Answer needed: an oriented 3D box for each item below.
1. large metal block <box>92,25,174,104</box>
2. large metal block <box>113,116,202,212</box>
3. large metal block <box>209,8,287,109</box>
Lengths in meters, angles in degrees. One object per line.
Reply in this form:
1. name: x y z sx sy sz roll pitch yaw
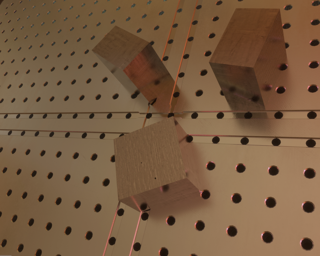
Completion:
1. large metal block: -0.038 -0.091 0.447 0.050 0.080 0.080 -48 52 -6
2. large metal block: -0.005 0.044 0.367 0.080 0.050 0.080 -21 54 15
3. large metal block: 0.108 -0.081 0.366 0.050 0.080 0.080 16 70 34
